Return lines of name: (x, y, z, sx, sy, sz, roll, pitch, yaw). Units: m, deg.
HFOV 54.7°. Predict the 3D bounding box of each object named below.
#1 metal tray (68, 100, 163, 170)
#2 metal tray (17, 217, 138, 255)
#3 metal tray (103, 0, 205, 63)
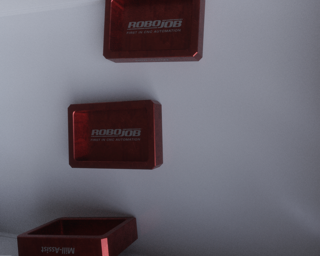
metal tray: (-0.063, 0.010, 0.428, 0.130, 0.030, 0.089, -2, 90, 19)
metal tray: (-0.107, 0.146, 0.412, 0.130, 0.090, 0.030, -6, 88, 19)
metal tray: (-0.009, -0.135, 0.410, 0.130, 0.030, 0.089, 3, 91, 19)
